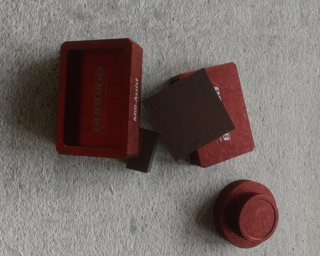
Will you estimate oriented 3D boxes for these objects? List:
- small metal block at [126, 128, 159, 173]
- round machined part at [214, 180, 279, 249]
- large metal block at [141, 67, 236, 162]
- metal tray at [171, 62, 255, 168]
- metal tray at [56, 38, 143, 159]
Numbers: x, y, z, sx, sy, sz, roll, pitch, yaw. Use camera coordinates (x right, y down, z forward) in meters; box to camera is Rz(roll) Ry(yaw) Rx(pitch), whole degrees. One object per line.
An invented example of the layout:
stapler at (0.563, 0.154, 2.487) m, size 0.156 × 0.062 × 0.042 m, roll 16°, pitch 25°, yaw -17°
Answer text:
small metal block at (-0.020, 0.028, 0.386) m, size 0.025 × 0.050 × 0.050 m, roll 14°, pitch 85°, yaw 4°
round machined part at (0.131, 0.127, 0.451) m, size 0.099 × 0.042 × 0.097 m, roll 0°, pitch 90°, yaw -21°
large metal block at (0.032, -0.017, 0.379) m, size 0.080 × 0.050 × 0.080 m, roll -29°, pitch 96°, yaw -2°
metal tray at (0.075, -0.019, 0.436) m, size 0.091 × 0.030 × 0.129 m, roll -16°, pitch 96°, yaw -20°
metal tray at (-0.069, -0.033, 0.354) m, size 0.090 × 0.030 × 0.129 m, roll 2°, pitch 89°, yaw 18°
